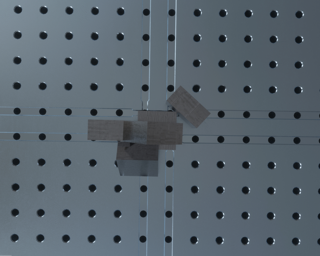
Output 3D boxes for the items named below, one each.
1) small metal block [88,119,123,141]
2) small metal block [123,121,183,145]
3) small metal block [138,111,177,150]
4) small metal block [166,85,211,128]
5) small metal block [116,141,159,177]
[{"bbox_3d":[-0.062,0.002,0.400,0.050,0.050,0.025,2,91,1],"label":"small metal block"},{"bbox_3d":[-0.009,0.005,0.366,0.050,0.050,0.025,2,91,-37],"label":"small metal block"},{"bbox_3d":[-0.004,0.003,0.413,0.050,0.025,0.050,2,90,-1],"label":"small metal block"},{"bbox_3d":[0.035,-0.026,0.401,0.050,0.050,0.025,43,90,0],"label":"small metal block"},{"bbox_3d":[-0.027,0.041,0.398,0.050,0.050,0.025,1,59,0],"label":"small metal block"}]
